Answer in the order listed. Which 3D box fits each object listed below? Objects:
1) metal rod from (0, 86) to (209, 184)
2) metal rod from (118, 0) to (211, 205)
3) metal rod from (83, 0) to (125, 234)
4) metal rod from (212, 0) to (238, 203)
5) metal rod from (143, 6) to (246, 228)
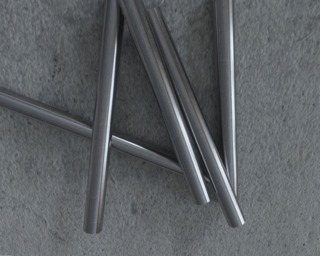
[{"bbox_3d":[-0.070,0.013,0.413,0.302,0.025,0.025,22,109,-9],"label":"metal rod"},{"bbox_3d":[0.007,-0.037,0.371,0.025,0.025,0.298,-19,108,6],"label":"metal rod"},{"bbox_3d":[-0.069,-0.011,0.381,0.025,0.025,0.298,7,101,-3],"label":"metal rod"},{"bbox_3d":[0.087,-0.022,0.403,0.025,0.025,0.298,-6,110,2],"label":"metal rod"},{"bbox_3d":[0.047,-0.003,0.394,0.025,0.025,0.299,-22,103,7],"label":"metal rod"}]
